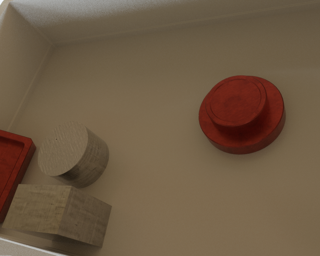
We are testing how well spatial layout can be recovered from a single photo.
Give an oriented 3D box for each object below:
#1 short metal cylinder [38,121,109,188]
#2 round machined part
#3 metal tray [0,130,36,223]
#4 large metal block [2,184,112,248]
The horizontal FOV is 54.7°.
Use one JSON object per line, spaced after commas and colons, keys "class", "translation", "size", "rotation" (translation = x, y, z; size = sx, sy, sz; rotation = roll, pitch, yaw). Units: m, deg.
{"class": "short metal cylinder", "translation": [-0.118, 0.037, 0.427], "size": [0.080, 0.050, 0.080], "rotation": [-13, 56, 20]}
{"class": "round machined part", "translation": [0.091, -0.022, 0.360], "size": [0.098, 0.042, 0.098], "rotation": [-13, 56, 20]}
{"class": "metal tray", "translation": [-0.256, 0.067, 0.463], "size": [0.091, 0.030, 0.130], "rotation": [17, 66, -4]}
{"class": "large metal block", "translation": [-0.117, 0.104, 0.366], "size": [0.080, 0.080, 0.050], "rotation": [-4, 60, 26]}
